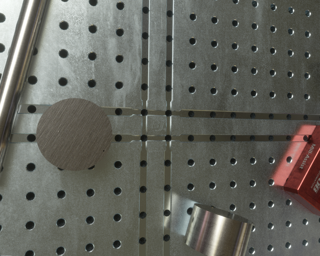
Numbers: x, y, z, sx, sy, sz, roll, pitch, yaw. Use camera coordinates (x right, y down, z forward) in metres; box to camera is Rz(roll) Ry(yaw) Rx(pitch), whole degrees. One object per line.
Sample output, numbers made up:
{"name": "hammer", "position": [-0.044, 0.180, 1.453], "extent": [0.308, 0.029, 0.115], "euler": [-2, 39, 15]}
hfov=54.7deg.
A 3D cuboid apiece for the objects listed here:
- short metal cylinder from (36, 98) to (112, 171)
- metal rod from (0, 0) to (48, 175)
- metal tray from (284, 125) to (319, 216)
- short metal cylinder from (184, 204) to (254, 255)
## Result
{"name": "short metal cylinder", "position": [-0.101, 0.007, 0.362], "extent": [0.081, 0.050, 0.080], "euler": [0, 90, -20]}
{"name": "metal rod", "position": [-0.160, -0.081, 0.353], "extent": [0.025, 0.025, 0.299], "euler": [15, 85, -20]}
{"name": "metal tray", "position": [0.272, 0.071, 0.509], "extent": [0.090, 0.030, 0.130], "euler": [37, 78, -16]}
{"name": "short metal cylinder", "position": [0.077, 0.138, 0.412], "extent": [0.081, 0.080, 0.050], "euler": [19, 84, -19]}
